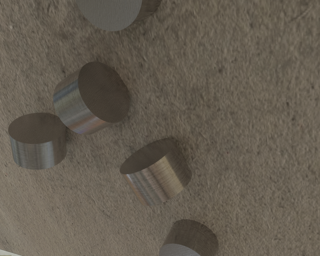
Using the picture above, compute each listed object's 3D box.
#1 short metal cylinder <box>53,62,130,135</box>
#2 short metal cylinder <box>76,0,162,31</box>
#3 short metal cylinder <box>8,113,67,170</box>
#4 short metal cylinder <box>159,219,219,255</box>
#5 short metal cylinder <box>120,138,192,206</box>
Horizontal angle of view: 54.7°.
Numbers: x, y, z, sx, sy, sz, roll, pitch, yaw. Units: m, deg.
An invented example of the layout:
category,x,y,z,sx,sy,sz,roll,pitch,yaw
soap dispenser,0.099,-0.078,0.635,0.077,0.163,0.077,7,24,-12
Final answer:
category,x,y,z,sx,sy,sz,roll,pitch,yaw
short metal cylinder,-0.085,-0.037,0.392,0.050,0.080,0.080,-22,107,36
short metal cylinder,-0.043,-0.147,0.321,0.080,0.050,0.079,13,124,20
short metal cylinder,-0.187,0.019,0.479,0.080,0.080,0.050,21,126,15
short metal cylinder,0.046,0.191,0.484,0.080,0.050,0.079,13,124,20
short metal cylinder,-0.005,0.056,0.407,0.080,0.080,0.050,-18,109,35
